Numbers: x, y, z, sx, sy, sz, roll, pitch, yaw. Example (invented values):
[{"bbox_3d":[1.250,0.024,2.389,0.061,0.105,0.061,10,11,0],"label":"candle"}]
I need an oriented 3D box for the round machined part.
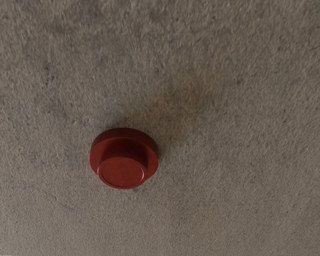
[{"bbox_3d":[-0.051,0.050,0.438,0.099,0.042,0.097,-1,130,0],"label":"round machined part"}]
